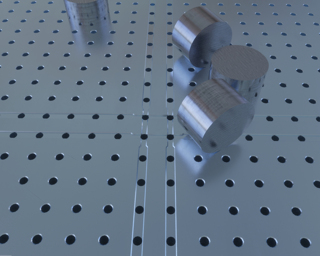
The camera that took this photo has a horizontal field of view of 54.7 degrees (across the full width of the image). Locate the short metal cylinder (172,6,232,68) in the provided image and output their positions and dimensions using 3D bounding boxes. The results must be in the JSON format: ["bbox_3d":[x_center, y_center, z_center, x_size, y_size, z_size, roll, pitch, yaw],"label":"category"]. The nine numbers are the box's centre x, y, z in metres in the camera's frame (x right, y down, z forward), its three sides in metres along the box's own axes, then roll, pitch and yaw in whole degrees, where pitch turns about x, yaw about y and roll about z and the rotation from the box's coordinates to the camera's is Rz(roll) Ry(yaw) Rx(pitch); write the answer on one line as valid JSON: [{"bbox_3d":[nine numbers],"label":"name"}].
[{"bbox_3d":[0.067,-0.144,0.493,0.081,0.080,0.050,-23,54,-18],"label":"short metal cylinder"}]

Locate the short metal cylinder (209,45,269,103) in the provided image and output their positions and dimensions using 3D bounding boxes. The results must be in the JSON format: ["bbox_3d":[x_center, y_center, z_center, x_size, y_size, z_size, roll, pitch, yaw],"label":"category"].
[{"bbox_3d":[0.113,-0.078,0.458,0.081,0.050,0.080,0,50,0],"label":"short metal cylinder"}]

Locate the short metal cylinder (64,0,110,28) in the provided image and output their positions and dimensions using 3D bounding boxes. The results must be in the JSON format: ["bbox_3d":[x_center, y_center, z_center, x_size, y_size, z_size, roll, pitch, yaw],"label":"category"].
[{"bbox_3d":[-0.138,-0.233,0.586,0.081,0.050,0.080,0,50,0],"label":"short metal cylinder"}]

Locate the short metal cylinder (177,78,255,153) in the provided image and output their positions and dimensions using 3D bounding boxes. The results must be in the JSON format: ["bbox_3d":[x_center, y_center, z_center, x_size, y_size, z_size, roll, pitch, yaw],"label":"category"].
[{"bbox_3d":[0.069,-0.015,0.385,0.081,0.080,0.050,-25,54,-19],"label":"short metal cylinder"}]
